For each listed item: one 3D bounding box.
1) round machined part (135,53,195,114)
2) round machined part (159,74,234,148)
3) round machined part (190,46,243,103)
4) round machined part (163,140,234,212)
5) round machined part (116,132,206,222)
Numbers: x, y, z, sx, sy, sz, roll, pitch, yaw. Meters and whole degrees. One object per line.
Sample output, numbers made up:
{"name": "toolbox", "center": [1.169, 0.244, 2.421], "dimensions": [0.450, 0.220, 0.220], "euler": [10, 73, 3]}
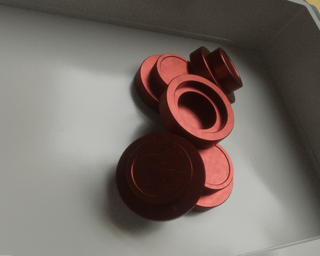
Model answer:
{"name": "round machined part", "center": [0.017, -0.068, 0.444], "dimensions": [0.099, 0.042, 0.098], "euler": [14, 56, -21]}
{"name": "round machined part", "center": [0.043, -0.018, 0.400], "dimensions": [0.099, 0.042, 0.098], "euler": [14, 56, -21]}
{"name": "round machined part", "center": [0.089, -0.081, 0.465], "dimensions": [0.098, 0.042, 0.098], "euler": [44, 29, -32]}
{"name": "round machined part", "center": [0.053, 0.052, 0.391], "dimensions": [0.099, 0.042, 0.098], "euler": [14, 56, -21]}
{"name": "round machined part", "center": [0.000, 0.050, 0.337], "dimensions": [0.099, 0.042, 0.098], "euler": [-1, 69, 3]}
